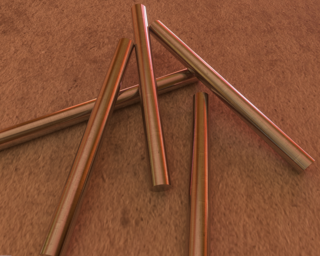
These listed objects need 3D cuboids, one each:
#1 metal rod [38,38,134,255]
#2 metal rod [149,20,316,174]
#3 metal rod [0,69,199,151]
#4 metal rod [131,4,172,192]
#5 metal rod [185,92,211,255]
[{"bbox_3d":[-0.077,0.000,0.378,0.025,0.025,0.300,8,58,6],"label":"metal rod"},{"bbox_3d":[0.083,-0.056,0.427,0.025,0.025,0.300,-31,64,-24],"label":"metal rod"},{"bbox_3d":[-0.075,-0.033,0.429,0.302,0.025,0.025,-21,53,-17],"label":"metal rod"},{"bbox_3d":[-0.017,-0.061,0.422,0.025,0.025,0.299,-5,60,-5],"label":"metal rod"},{"bbox_3d":[0.043,0.072,0.343,0.025,0.025,0.300,5,50,3],"label":"metal rod"}]
